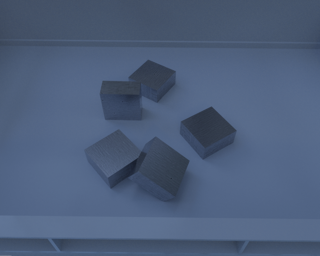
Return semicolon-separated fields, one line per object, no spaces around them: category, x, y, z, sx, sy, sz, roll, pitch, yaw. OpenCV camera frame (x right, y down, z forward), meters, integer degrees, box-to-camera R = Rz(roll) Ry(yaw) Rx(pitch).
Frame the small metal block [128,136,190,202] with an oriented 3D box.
small metal block;0.000;0.046;0.351;0.050;0.025;0.050;36;52;-13

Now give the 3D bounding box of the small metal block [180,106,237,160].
small metal block;0.061;0.005;0.401;0.050;0.025;0.050;-26;55;-20

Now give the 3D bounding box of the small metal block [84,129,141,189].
small metal block;-0.054;0.036;0.374;0.050;0.025;0.050;-33;57;-25

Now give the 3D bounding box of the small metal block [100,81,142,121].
small metal block;-0.051;-0.036;0.419;0.050;0.050;0.025;1;50;1

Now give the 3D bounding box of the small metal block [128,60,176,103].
small metal block;-0.011;-0.071;0.465;0.050;0.025;0.050;27;55;21
